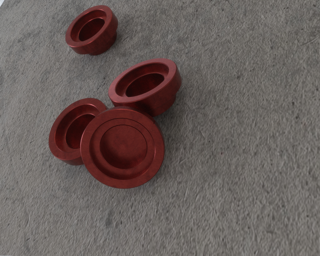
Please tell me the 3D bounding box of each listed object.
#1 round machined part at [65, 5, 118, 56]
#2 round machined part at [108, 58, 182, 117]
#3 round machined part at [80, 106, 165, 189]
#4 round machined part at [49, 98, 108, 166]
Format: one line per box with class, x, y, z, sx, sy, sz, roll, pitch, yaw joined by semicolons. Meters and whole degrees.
round machined part;-0.118;-0.170;0.560;0.098;0.042;0.098;-13;56;21
round machined part;-0.017;-0.050;0.421;0.098;0.042;0.098;-16;38;13
round machined part;-0.043;0.021;0.380;0.098;0.098;0.042;-32;10;8
round machined part;-0.106;0.009;0.443;0.098;0.042;0.098;-13;56;21
